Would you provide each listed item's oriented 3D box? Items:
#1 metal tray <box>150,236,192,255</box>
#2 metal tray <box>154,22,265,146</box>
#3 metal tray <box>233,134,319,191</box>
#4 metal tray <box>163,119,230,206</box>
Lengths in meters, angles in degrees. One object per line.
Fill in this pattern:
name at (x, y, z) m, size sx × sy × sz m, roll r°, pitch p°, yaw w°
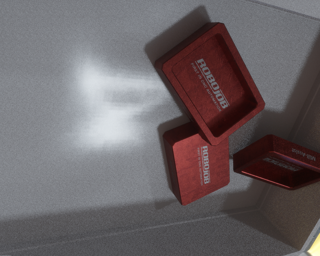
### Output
metal tray at (0.021, 0.249, 0.507) m, size 0.090 × 0.130 × 0.030 m, roll -35°, pitch 111°, yaw -4°
metal tray at (0.065, -0.053, 0.388) m, size 0.090 × 0.030 × 0.130 m, roll -38°, pitch 115°, yaw -4°
metal tray at (0.196, 0.060, 0.499) m, size 0.131 × 0.030 × 0.090 m, roll 20°, pitch 146°, yaw -19°
metal tray at (0.059, 0.050, 0.471) m, size 0.091 × 0.030 × 0.129 m, roll -22°, pitch 127°, yaw -16°
